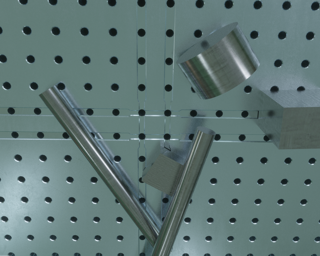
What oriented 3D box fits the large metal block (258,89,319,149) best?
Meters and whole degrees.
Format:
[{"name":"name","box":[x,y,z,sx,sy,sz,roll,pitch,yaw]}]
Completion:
[{"name":"large metal block","box":[0.175,-0.014,0.382,0.081,0.080,0.050,-1,110,0]}]

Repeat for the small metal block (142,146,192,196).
[{"name":"small metal block","box":[0.009,0.061,0.436,0.050,0.025,0.050,30,107,-11]}]

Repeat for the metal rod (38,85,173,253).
[{"name":"metal rod","box":[-0.067,0.072,0.439,0.025,0.025,0.299,-29,108,10]}]

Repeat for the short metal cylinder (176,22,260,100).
[{"name":"short metal cylinder","box":[0.066,-0.077,0.357,0.080,0.080,0.050,-33,107,11]}]

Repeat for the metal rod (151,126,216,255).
[{"name":"metal rod","box":[0.016,0.138,0.437,0.025,0.025,0.298,15,109,-6]}]
